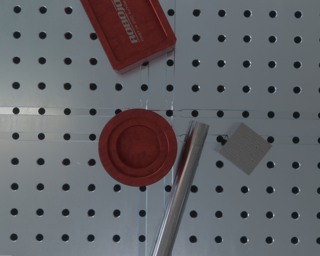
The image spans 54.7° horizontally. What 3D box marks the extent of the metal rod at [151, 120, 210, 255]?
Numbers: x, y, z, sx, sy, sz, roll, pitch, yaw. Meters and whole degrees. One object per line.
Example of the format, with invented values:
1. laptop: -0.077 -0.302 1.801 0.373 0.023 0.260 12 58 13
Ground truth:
1. metal rod: 0.012 0.136 0.413 0.025 0.025 0.298 17 90 0

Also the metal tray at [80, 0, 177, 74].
1. metal tray: -0.045 -0.149 0.410 0.090 0.030 0.129 -26 90 0

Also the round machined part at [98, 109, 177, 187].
1. round machined part: -0.028 0.024 0.405 0.099 0.042 0.097 0 90 0

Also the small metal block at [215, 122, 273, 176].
1. small metal block: 0.111 0.027 0.414 0.050 0.025 0.050 38 90 0
